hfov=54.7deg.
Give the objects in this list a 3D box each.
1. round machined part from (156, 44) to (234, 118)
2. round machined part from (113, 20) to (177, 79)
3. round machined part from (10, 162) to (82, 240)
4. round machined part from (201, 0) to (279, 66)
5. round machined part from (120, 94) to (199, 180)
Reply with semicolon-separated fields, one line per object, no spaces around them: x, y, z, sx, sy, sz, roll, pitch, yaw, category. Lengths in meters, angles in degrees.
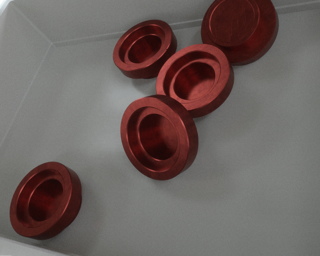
0.048;-0.056;0.399;0.098;0.042;0.098;-13;60;24;round machined part
-0.019;-0.114;0.473;0.098;0.042;0.098;-13;56;20;round machined part
-0.144;0.097;0.409;0.098;0.042;0.098;-13;56;20;round machined part
0.098;-0.133;0.400;0.098;0.042;0.097;-1;88;30;round machined part
0.003;0.009;0.365;0.098;0.042;0.097;12;110;35;round machined part
